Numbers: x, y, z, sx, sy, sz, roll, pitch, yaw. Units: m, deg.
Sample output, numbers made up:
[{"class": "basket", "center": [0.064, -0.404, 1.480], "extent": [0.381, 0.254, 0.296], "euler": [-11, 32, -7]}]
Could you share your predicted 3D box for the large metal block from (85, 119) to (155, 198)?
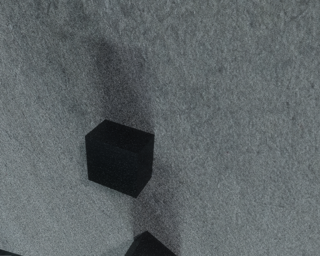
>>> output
[{"class": "large metal block", "center": [-0.057, 0.043, 0.446], "extent": [0.080, 0.050, 0.079], "euler": [17, 125, 18]}]

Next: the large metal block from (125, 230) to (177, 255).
[{"class": "large metal block", "center": [-0.022, 0.240, 0.530], "extent": [0.080, 0.080, 0.050], "euler": [41, 129, 0]}]
